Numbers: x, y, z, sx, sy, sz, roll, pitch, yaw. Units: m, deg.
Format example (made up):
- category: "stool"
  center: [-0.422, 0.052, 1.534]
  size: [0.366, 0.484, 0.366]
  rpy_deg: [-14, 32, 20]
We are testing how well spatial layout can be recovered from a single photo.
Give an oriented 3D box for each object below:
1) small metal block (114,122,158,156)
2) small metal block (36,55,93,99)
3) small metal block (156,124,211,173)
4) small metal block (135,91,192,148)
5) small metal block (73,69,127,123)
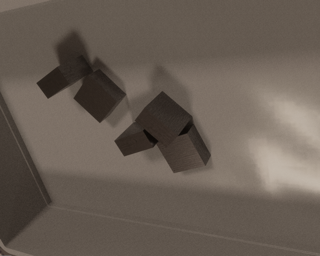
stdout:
- category: "small metal block"
  center: [-0.023, 0.008, 0.409]
  size: [0.050, 0.050, 0.025]
  rpy_deg: [-19, 108, 35]
- category: "small metal block"
  center: [-0.127, -0.069, 0.415]
  size: [0.050, 0.050, 0.025]
  rpy_deg: [-23, 106, 36]
- category: "small metal block"
  center: [0.031, 0.028, 0.409]
  size: [0.050, 0.025, 0.050]
  rpy_deg: [-19, 109, 35]
- category: "small metal block"
  center: [0.006, -0.012, 0.381]
  size: [0.050, 0.050, 0.025]
  rpy_deg: [41, 129, 0]
- category: "small metal block"
  center: [-0.083, -0.043, 0.424]
  size: [0.050, 0.025, 0.050]
  rpy_deg: [44, 129, -3]
